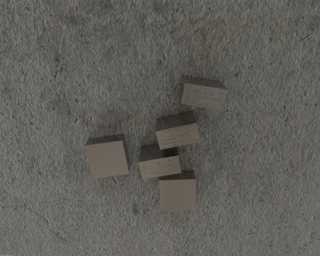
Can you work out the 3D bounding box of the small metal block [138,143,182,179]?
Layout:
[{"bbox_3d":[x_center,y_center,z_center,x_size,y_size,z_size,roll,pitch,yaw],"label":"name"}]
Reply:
[{"bbox_3d":[0.000,0.041,0.411,0.050,0.050,0.025,-10,110,3],"label":"small metal block"}]

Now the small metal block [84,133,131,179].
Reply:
[{"bbox_3d":[-0.070,0.038,0.423,0.050,0.025,0.050,-8,110,3],"label":"small metal block"}]

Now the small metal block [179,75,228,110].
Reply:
[{"bbox_3d":[0.051,-0.045,0.380,0.050,0.050,0.025,8,110,-3],"label":"small metal block"}]

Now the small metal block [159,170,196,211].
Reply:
[{"bbox_3d":[0.025,0.090,0.443,0.050,0.025,0.050,-2,110,0],"label":"small metal block"}]

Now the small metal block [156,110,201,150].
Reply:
[{"bbox_3d":[0.022,0.002,0.397,0.050,0.050,0.025,-12,110,4],"label":"small metal block"}]
